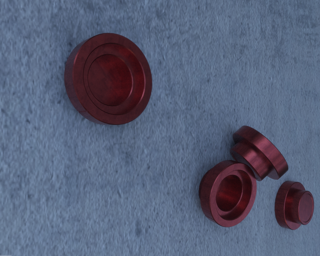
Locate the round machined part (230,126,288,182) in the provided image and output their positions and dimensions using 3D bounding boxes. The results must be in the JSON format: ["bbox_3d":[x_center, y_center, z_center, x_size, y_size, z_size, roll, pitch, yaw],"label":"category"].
[{"bbox_3d":[0.150,0.046,0.493,0.042,0.098,0.098,-41,118,-5],"label":"round machined part"}]

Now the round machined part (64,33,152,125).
[{"bbox_3d":[-0.060,-0.052,0.345,0.099,0.042,0.097,0,90,-40],"label":"round machined part"}]

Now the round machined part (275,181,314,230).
[{"bbox_3d":[0.279,0.159,0.633,0.099,0.042,0.097,0,90,-40],"label":"round machined part"}]

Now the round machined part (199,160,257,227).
[{"bbox_3d":[0.098,0.096,0.473,0.099,0.042,0.097,-5,100,-33],"label":"round machined part"}]
